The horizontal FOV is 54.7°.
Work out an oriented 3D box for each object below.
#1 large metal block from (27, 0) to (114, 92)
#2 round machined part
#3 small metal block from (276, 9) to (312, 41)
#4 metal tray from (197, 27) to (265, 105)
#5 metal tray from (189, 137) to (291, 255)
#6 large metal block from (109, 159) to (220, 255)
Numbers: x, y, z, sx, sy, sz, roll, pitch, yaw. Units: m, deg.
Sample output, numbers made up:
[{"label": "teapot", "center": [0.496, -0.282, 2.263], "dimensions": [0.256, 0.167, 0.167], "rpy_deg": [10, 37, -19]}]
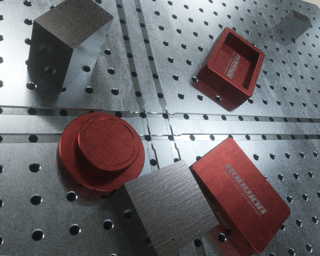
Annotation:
[{"label": "large metal block", "center": [-0.110, -0.104, 0.377], "dimensions": [0.050, 0.080, 0.080], "rpy_deg": [37, 51, -4]}, {"label": "round machined part", "center": [-0.062, 0.024, 0.349], "dimensions": [0.099, 0.042, 0.098], "rpy_deg": [14, 56, -21]}, {"label": "small metal block", "center": [0.298, -0.228, 0.692], "dimensions": [0.050, 0.050, 0.025], "rpy_deg": [15, 56, -20]}, {"label": "metal tray", "center": [0.128, -0.111, 0.540], "dimensions": [0.090, 0.030, 0.130], "rpy_deg": [34, 51, -6]}, {"label": "metal tray", "center": [0.101, 0.086, 0.407], "dimensions": [0.091, 0.030, 0.130], "rpy_deg": [-31, 79, -38]}, {"label": "large metal block", "center": [0.003, 0.090, 0.339], "dimensions": [0.081, 0.050, 0.080], "rpy_deg": [-17, 71, -35]}]
